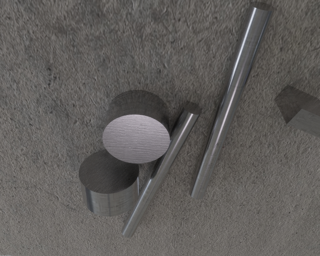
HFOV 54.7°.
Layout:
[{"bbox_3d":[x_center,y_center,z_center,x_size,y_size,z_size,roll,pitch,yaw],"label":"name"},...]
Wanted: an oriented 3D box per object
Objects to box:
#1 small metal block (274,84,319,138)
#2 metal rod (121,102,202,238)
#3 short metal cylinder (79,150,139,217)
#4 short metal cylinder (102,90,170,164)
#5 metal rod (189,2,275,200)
[{"bbox_3d":[0.174,-0.021,0.375,0.050,0.050,0.025,20,127,-16],"label":"small metal block"},{"bbox_3d":[-0.009,0.082,0.477,0.025,0.025,0.298,15,129,-13],"label":"metal rod"},{"bbox_3d":[-0.070,0.076,0.435,0.081,0.080,0.050,2,130,-2],"label":"short metal cylinder"},{"bbox_3d":[-0.028,-0.001,0.390,0.081,0.050,0.079,0,130,0],"label":"short metal cylinder"},{"bbox_3d":[0.080,-0.008,0.401,0.025,0.025,0.298,6,130,-5],"label":"metal rod"}]
